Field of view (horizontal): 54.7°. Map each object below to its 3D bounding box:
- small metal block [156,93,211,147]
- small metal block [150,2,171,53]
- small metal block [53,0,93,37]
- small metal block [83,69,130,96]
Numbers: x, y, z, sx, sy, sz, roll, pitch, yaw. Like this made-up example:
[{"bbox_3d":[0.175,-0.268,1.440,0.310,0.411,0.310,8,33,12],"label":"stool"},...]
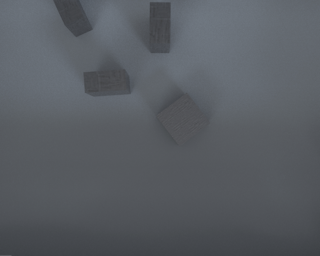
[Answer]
[{"bbox_3d":[0.030,-0.011,0.411,0.050,0.025,0.050,-37,90,0],"label":"small metal block"},{"bbox_3d":[0.000,-0.127,0.399,0.025,0.050,0.050,0,90,0],"label":"small metal block"},{"bbox_3d":[-0.114,-0.152,0.398,0.025,0.050,0.050,-25,90,0],"label":"small metal block"},{"bbox_3d":[-0.066,-0.057,0.398,0.050,0.050,0.025,-4,90,0],"label":"small metal block"}]
